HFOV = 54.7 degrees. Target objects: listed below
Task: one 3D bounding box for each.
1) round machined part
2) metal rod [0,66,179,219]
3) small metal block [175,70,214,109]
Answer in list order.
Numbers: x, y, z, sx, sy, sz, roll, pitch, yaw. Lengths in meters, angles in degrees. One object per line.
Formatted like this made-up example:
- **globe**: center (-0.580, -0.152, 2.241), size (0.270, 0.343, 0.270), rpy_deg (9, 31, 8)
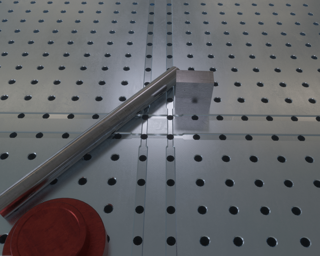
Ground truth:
- **round machined part**: center (-0.103, 0.112, 0.302), size (0.099, 0.042, 0.098), rpy_deg (0, 50, 0)
- **metal rod**: center (-0.075, 0.002, 0.405), size (0.025, 0.025, 0.302), rpy_deg (34, 58, 25)
- **small metal block**: center (0.047, -0.054, 0.437), size (0.050, 0.050, 0.025), rpy_deg (2, 50, 2)
